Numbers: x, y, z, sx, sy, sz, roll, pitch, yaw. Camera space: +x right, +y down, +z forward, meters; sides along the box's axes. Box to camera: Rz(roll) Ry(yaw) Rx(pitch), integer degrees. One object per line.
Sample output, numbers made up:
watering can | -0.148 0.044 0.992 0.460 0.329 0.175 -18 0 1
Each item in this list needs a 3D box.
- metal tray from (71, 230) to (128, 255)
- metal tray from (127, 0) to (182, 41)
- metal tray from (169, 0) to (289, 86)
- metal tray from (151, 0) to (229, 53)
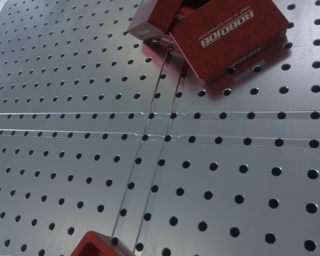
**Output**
metal tray | -0.055 0.182 0.322 0.130 0.030 0.090 27 76 37
metal tray | -0.004 -0.185 0.468 0.090 0.030 0.130 -63 21 1
metal tray | 0.090 -0.129 0.417 0.130 0.030 0.090 -32 74 8
metal tray | 0.047 -0.166 0.483 0.130 0.030 0.090 32 80 38
